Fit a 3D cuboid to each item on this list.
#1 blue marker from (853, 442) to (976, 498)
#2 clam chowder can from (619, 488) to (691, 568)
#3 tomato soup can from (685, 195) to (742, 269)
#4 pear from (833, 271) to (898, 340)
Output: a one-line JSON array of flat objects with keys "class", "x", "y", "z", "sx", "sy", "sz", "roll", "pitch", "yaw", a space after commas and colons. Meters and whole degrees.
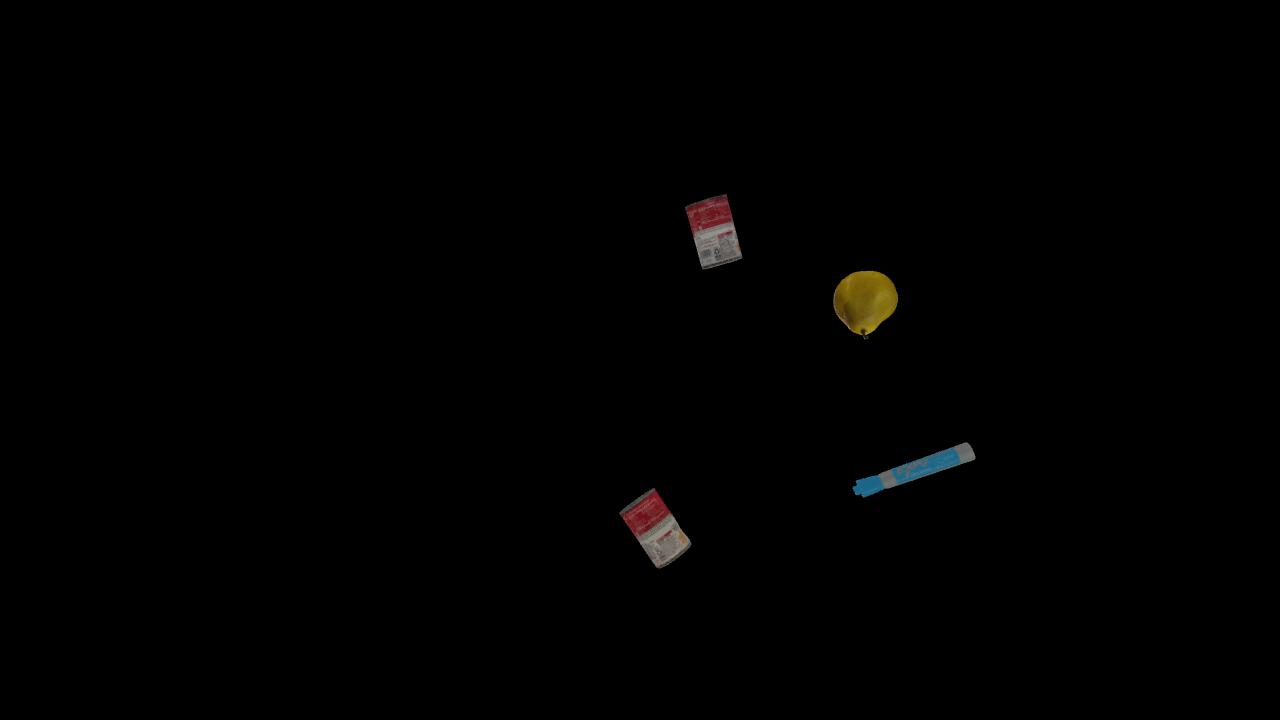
[{"class": "blue marker", "x": 0.277, "y": 0.113, "z": 0.627, "sx": 0.121, "sy": 0.020, "sz": 0.020, "roll": -22, "pitch": -4, "yaw": 10}, {"class": "clam chowder can", "x": 0.024, "y": 0.259, "z": 0.948, "sx": 0.068, "sy": 0.102, "sz": 0.068, "roll": -35, "pitch": -7, "yaw": -5}, {"class": "tomato soup can", "x": 0.116, "y": -0.198, "z": 0.959, "sx": 0.068, "sy": 0.101, "sz": 0.068, "roll": -16, "pitch": 7, "yaw": 2}, {"class": "pear", "x": 0.286, "y": -0.062, "z": 0.796, "sx": 0.080, "sy": 0.111, "sz": 0.080, "roll": 20, "pitch": -34, "yaw": 14}]
